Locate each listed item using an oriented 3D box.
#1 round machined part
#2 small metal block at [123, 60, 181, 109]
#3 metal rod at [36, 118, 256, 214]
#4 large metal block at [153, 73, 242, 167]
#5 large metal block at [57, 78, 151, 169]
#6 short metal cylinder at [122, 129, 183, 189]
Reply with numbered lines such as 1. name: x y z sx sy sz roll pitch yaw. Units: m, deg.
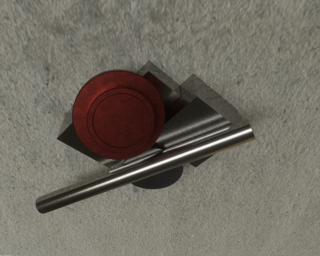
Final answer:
1. round machined part: -0.042 -0.012 0.329 0.099 0.042 0.097 -3 105 -11
2. small metal block: -0.011 -0.044 0.370 0.050 0.025 0.050 35 122 -27
3. metal rod: -0.031 0.054 0.389 0.300 0.025 0.025 -22 127 17
4. large metal block: 0.043 -0.007 0.387 0.080 0.050 0.080 34 122 -26
5. large metal block: -0.066 -0.005 0.385 0.080 0.050 0.080 35 122 -26
6. short metal cylinder: -0.010 0.039 0.425 0.081 0.050 0.079 0 130 0
